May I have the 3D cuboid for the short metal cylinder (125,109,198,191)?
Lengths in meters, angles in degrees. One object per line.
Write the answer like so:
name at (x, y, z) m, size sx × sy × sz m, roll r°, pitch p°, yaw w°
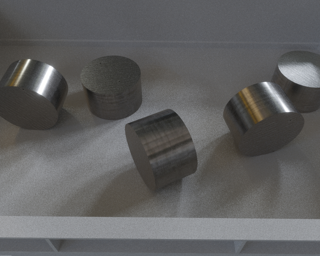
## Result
short metal cylinder at (0.000, 0.024, 0.349) m, size 0.050 × 0.080 × 0.080 m, roll -21°, pitch 54°, yaw -17°

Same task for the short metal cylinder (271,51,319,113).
short metal cylinder at (0.205, -0.067, 0.448) m, size 0.081 × 0.050 × 0.080 m, roll 0°, pitch 50°, yaw 0°

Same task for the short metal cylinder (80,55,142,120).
short metal cylinder at (-0.066, -0.057, 0.436) m, size 0.081 × 0.050 × 0.080 m, roll 0°, pitch 50°, yaw 0°

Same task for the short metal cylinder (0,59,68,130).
short metal cylinder at (-0.167, -0.042, 0.402) m, size 0.080 × 0.080 × 0.050 m, roll 3°, pitch 50°, yaw 2°

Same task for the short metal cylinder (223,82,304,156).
short metal cylinder at (0.125, -0.010, 0.379) m, size 0.081 × 0.080 × 0.050 m, roll -11°, pitch 51°, yaw -9°
